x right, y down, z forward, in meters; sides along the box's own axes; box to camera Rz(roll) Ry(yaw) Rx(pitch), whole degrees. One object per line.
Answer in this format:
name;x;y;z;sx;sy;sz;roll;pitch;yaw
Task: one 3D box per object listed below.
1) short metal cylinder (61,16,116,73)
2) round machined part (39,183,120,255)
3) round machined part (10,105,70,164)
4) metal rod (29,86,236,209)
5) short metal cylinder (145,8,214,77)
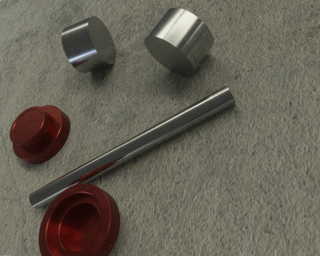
short metal cylinder;-0.115;-0.136;0.511;0.050;0.080;0.080;-16;56;19
round machined part;-0.089;0.119;0.365;0.098;0.042;0.098;-13;56;20
round machined part;-0.196;0.004;0.491;0.098;0.042;0.098;-13;56;20
metal rod;-0.042;0.030;0.406;0.301;0.025;0.025;-29;52;9
short metal cylinder;0.026;-0.116;0.425;0.080;0.080;0.050;27;77;37
